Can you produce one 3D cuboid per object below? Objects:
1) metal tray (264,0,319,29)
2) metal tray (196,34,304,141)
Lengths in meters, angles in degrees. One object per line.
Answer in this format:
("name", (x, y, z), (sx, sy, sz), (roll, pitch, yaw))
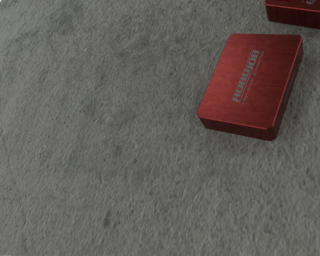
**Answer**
("metal tray", (0.211, -0.193, 0.408), (0.090, 0.030, 0.130), (26, 76, 36))
("metal tray", (0.110, -0.055, 0.376), (0.090, 0.030, 0.130), (13, 68, 33))
